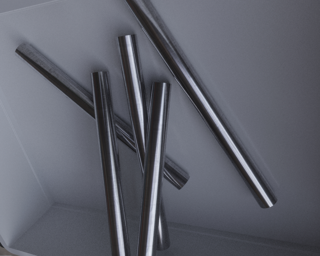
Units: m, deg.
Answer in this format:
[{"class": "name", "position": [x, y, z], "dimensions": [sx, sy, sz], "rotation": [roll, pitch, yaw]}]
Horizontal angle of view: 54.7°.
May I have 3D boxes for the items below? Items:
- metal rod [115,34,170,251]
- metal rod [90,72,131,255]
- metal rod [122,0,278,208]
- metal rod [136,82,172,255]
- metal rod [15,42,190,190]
[{"class": "metal rod", "position": [-0.018, 0.032, 0.409], "dimensions": [0.025, 0.025, 0.298], "rotation": [1, 110, 28]}, {"class": "metal rod", "position": [-0.062, 0.076, 0.411], "dimensions": [0.025, 0.025, 0.298], "rotation": [-6, 91, 31]}, {"class": "metal rod", "position": [0.053, -0.027, 0.363], "dimensions": [0.025, 0.025, 0.299], "rotation": [-26, 104, 37]}, {"class": "metal rod", "position": [-0.011, 0.093, 0.390], "dimensions": [0.025, 0.025, 0.298], "rotation": [7, 96, 24]}, {"class": "metal rod", "position": [-0.082, -0.017, 0.441], "dimensions": [0.300, 0.025, 0.025], "rotation": [39, 129, 1]}]
